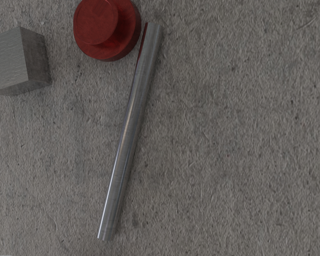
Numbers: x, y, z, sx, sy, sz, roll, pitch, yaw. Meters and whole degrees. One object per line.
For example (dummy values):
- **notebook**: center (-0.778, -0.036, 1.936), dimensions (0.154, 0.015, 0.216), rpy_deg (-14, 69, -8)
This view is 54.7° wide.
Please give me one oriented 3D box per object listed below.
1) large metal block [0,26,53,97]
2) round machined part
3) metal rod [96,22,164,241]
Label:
- **large metal block**: center (-0.220, -0.098, 0.473), dimensions (0.080, 0.050, 0.080), rpy_deg (-12, 86, 19)
- **round machined part**: center (-0.079, -0.144, 0.428), dimensions (0.098, 0.042, 0.097), rpy_deg (0, 90, 20)
- **metal rod**: center (-0.042, 0.008, 0.423), dimensions (0.025, 0.025, 0.298), rpy_deg (15, 95, 19)
